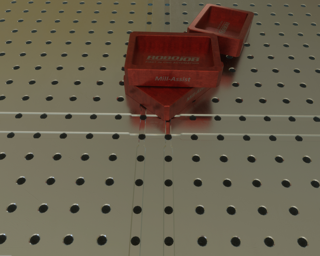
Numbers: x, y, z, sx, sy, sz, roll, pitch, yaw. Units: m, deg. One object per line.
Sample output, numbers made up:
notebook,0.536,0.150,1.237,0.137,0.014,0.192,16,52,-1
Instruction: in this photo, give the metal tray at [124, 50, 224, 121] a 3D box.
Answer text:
metal tray,0.022,-0.076,0.469,0.090,0.030,0.131,37,59,26

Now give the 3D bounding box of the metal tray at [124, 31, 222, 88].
metal tray,0.019,-0.101,0.449,0.131,0.030,0.090,2,50,1

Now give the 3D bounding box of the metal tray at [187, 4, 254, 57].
metal tray,0.107,-0.173,0.538,0.090,0.030,0.130,17,43,13
